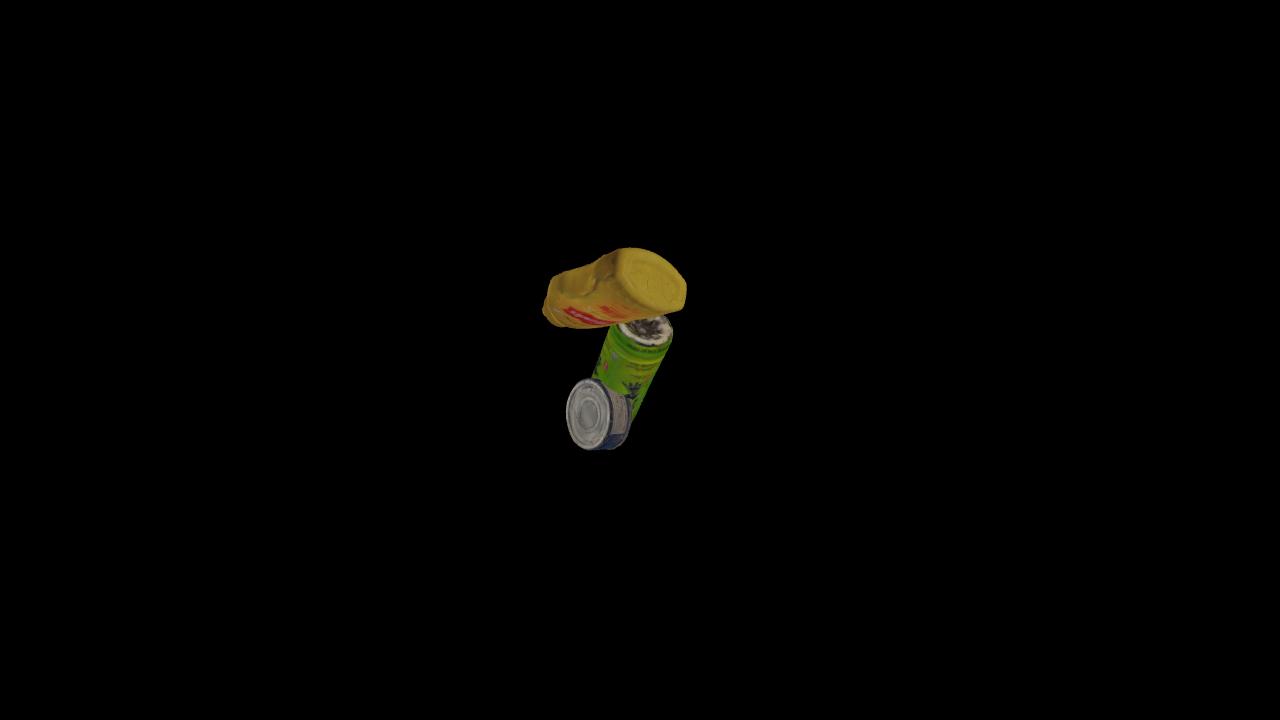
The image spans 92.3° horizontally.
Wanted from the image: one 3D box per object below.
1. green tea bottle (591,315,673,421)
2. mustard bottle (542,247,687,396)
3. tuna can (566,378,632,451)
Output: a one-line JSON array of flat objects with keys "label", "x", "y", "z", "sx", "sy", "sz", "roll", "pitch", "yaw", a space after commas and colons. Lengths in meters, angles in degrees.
[{"label": "green tea bottle", "x": -0.024, "y": 0.031, "z": 0.728, "sx": 0.073, "sy": 0.073, "sz": 0.212, "roll": 0, "pitch": -43, "yaw": -21}, {"label": "mustard bottle", "x": -0.045, "y": -0.065, "z": 0.633, "sx": 0.092, "sy": 0.054, "sz": 0.184, "roll": 15, "pitch": -15, "yaw": -39}, {"label": "tuna can", "x": -0.049, "y": 0.062, "z": 0.710, "sx": 0.034, "sy": 0.084, "sz": 0.084, "roll": 2, "pitch": -2, "yaw": -44}]
